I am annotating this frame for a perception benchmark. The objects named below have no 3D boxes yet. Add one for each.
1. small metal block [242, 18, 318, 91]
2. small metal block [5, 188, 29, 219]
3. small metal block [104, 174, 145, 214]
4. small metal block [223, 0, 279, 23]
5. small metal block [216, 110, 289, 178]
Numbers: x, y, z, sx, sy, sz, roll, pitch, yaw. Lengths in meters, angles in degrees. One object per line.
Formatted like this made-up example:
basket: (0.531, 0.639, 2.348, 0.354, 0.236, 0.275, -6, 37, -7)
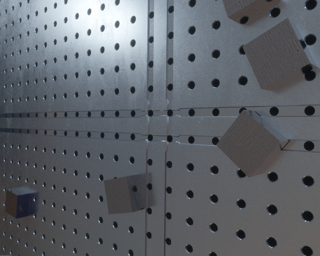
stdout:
small metal block: (0.119, -0.072, 0.311, 0.050, 0.025, 0.050, -29, 72, 36)
small metal block: (-0.307, 0.160, 0.666, 0.050, 0.025, 0.050, 9, 96, 39)
small metal block: (-0.053, 0.097, 0.455, 0.050, 0.025, 0.050, -17, 79, 39)
small metal block: (0.094, -0.150, 0.333, 0.050, 0.025, 0.050, -22, 76, 38)
small metal block: (0.097, 0.016, 0.330, 0.050, 0.025, 0.050, 48, 118, 29)
